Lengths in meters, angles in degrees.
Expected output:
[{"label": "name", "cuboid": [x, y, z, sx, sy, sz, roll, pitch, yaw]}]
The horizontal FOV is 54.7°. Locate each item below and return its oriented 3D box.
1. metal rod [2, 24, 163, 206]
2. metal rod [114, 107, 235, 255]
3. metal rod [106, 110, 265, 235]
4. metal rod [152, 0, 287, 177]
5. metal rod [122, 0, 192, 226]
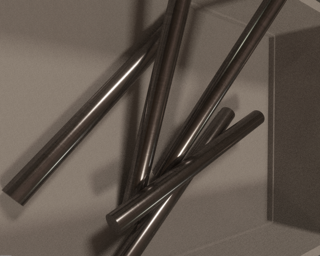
[{"label": "metal rod", "cuboid": [-0.057, -0.040, 0.359, 0.301, 0.025, 0.025, -53, 121, -27]}, {"label": "metal rod", "cuboid": [0.027, 0.072, 0.420, 0.301, 0.025, 0.025, -49, 120, -33]}, {"label": "metal rod", "cuboid": [0.056, 0.042, 0.414, 0.302, 0.025, 0.025, -30, 109, -38]}, {"label": "metal rod", "cuboid": [0.080, -0.060, 0.398, 0.025, 0.025, 0.299, 28, 97, -37]}, {"label": "metal rod", "cuboid": [-0.004, -0.031, 0.359, 0.025, 0.025, 0.298, 7, 99, -40]}]
